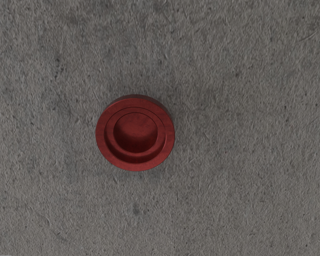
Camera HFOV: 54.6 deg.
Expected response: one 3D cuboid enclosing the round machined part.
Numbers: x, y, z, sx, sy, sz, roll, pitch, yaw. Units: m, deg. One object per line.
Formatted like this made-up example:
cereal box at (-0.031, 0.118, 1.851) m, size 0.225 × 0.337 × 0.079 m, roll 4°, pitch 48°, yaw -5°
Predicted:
round machined part at (-0.031, 0.003, 0.402) m, size 0.099 × 0.042 × 0.097 m, roll 0°, pitch 110°, yaw 0°
